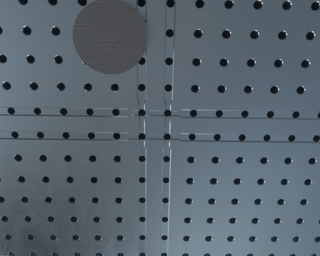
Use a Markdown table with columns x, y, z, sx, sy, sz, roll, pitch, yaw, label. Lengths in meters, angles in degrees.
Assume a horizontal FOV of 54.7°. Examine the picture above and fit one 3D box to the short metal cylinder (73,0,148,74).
| x | y | z | sx | sy | sz | roll | pitch | yaw | label |
| --- | --- | --- | --- | --- | --- | --- | --- | --- | --- |
| -0.055 | -0.107 | 0.360 | 0.081 | 0.050 | 0.079 | 0 | 110 | -1 | short metal cylinder |
